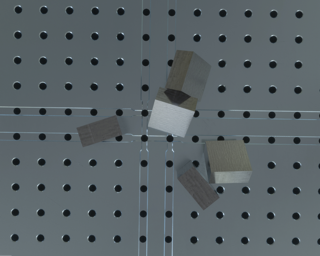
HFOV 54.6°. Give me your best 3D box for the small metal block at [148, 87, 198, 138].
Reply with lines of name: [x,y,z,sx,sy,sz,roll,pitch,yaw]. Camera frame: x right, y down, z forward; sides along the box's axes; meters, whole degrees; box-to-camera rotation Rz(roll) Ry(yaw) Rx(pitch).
small metal block: [0.016,-0.020,0.399,0.050,0.050,0.025,17,47,0]

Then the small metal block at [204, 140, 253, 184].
small metal block: [0.086,0.043,0.400,0.050,0.025,0.050,-1,46,-2]

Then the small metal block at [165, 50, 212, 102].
small metal block: [0.037,-0.066,0.398,0.025,0.050,0.050,16,88,36]

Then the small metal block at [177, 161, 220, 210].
small metal block: [0.048,0.072,0.401,0.025,0.050,0.050,-40,90,3]

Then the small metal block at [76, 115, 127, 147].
small metal block: [-0.073,0.004,0.400,0.050,0.050,0.025,-18,90,0]
